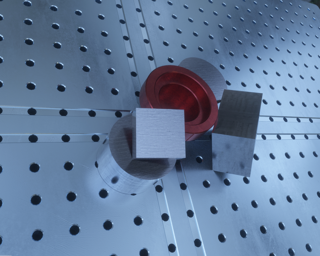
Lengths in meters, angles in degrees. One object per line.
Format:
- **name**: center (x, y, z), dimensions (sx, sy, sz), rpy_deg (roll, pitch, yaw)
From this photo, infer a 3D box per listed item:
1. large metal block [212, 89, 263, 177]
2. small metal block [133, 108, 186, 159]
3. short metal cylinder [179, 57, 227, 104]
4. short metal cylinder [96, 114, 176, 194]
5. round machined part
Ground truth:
- **large metal block**: center (0.103, 0.007, 0.416), dimensions (0.050, 0.080, 0.080), rpy_deg (9, 50, 18)
- **small metal block**: center (-0.002, 0.007, 0.322), dimensions (0.050, 0.025, 0.050), rpy_deg (1, 80, -14)
- **short metal cylinder**: center (0.050, -0.056, 0.453), dimensions (0.081, 0.050, 0.080), rpy_deg (14, 56, -21)
- **short metal cylinder**: center (-0.027, 0.030, 0.358), dimensions (0.081, 0.050, 0.080), rpy_deg (14, 56, -21)
- **round machined part**: center (0.020, -0.027, 0.386), dimensions (0.099, 0.042, 0.098), rpy_deg (14, 56, -21)
